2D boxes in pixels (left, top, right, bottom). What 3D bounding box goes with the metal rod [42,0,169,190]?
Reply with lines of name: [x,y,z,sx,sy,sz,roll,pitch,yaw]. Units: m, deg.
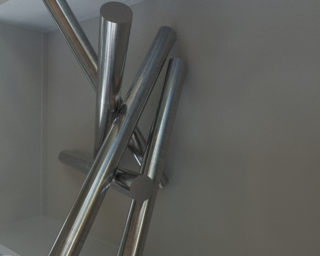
metal rod: [-0.072,-0.053,0.390,0.025,0.025,0.299,-23,99,38]

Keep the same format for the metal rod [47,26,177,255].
metal rod: [-0.041,0.001,0.335,0.025,0.025,0.300,-3,54,40]

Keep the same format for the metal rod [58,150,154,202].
metal rod: [-0.092,0.054,0.417,0.299,0.025,0.025,2,91,60]

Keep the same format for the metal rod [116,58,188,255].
metal rod: [-0.012,0.054,0.337,0.025,0.025,0.299,-4,62,40]

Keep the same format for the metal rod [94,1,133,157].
metal rod: [-0.063,-0.013,0.362,0.025,0.025,0.298,60,155,22]
